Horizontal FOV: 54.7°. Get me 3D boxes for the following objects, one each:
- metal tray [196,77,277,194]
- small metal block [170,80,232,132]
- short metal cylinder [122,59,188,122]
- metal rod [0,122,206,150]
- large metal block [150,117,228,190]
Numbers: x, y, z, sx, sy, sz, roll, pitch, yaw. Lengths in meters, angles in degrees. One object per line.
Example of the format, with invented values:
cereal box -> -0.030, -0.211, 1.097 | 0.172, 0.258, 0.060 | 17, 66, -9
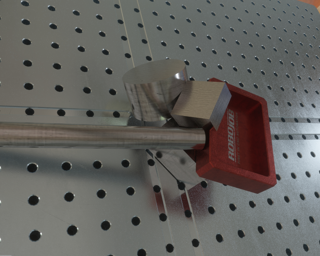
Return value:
metal tray -> 0.093, 0.007, 0.385 | 0.091, 0.030, 0.130 | 19, 54, -17
small metal block -> 0.048, -0.027, 0.359 | 0.025, 0.050, 0.050 | 50, 58, -46
short metal cylinder -> -0.002, -0.050, 0.396 | 0.080, 0.080, 0.050 | -40, 128, -39
metal rod -> -0.099, 0.008, 0.313 | 0.302, 0.025, 0.025 | 2, 60, -15
large metal block -> 0.042, 0.019, 0.403 | 0.080, 0.050, 0.080 | 46, 51, 3
